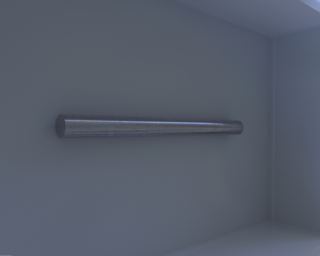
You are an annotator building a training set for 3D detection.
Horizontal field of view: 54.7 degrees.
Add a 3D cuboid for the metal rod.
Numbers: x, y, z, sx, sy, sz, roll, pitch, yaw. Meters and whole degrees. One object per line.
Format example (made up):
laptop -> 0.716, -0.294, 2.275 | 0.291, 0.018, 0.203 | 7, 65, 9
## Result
metal rod -> 0.013, -0.001, 0.417 | 0.302, 0.025, 0.025 | 0, 90, -40
